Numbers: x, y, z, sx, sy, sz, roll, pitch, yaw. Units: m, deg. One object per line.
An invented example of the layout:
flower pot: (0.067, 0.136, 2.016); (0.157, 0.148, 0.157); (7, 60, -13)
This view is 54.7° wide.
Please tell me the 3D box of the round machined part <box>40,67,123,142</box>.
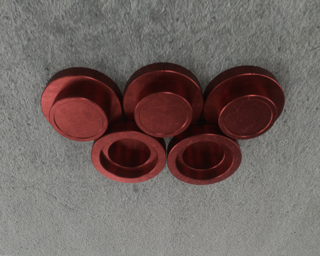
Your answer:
round machined part: (-0.095, -0.022, 0.378); (0.099, 0.042, 0.097); (-1, 130, 0)

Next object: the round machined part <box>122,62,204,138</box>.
round machined part: (0.004, -0.027, 0.375); (0.099, 0.042, 0.097); (-1, 130, 0)

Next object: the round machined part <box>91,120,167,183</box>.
round machined part: (-0.041, 0.027, 0.420); (0.099, 0.042, 0.097); (-1, 130, 0)

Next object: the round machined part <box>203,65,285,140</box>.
round machined part: (0.103, -0.024, 0.379); (0.099, 0.042, 0.097); (-1, 130, 0)

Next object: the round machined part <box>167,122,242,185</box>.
round machined part: (0.058, 0.031, 0.425); (0.099, 0.042, 0.097); (-1, 130, 0)
